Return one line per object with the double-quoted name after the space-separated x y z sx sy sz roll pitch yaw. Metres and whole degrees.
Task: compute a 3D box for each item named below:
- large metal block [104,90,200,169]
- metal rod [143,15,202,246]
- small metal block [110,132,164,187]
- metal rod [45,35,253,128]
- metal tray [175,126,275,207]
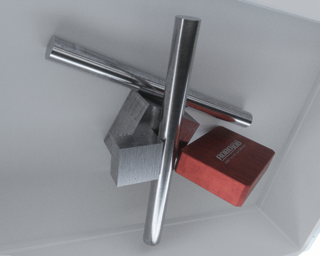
-0.011 0.006 0.390 0.080 0.050 0.080 19 108 -36 "large metal block"
0.008 0.025 0.364 0.025 0.025 0.298 -6 121 -26 "metal rod"
-0.027 0.035 0.350 0.050 0.025 0.050 -7 121 -26 "small metal block"
0.012 -0.045 0.388 0.302 0.025 0.025 15 110 -35 "metal rod"
0.089 0.043 0.408 0.131 0.090 0.030 -25 136 -55 "metal tray"
